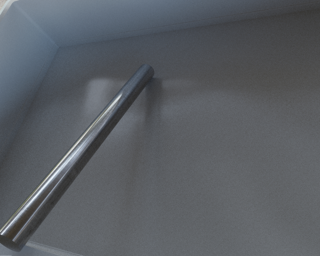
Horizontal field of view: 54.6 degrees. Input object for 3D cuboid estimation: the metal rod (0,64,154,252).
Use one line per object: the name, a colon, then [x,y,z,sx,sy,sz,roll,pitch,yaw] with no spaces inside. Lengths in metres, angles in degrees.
metal rod: [-0.074,0.005,0.366,0.025,0.025,0.301,-1,37,28]
